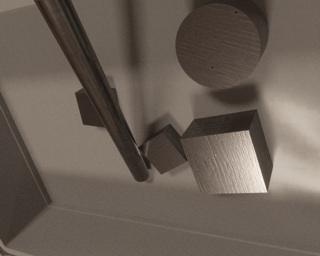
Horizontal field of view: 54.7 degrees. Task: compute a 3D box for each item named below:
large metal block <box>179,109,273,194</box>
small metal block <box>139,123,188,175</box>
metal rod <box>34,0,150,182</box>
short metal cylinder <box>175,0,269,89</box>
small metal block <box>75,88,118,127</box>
[{"bbox_3d":[0.081,0.030,0.368,0.080,0.050,0.080,-9,114,32],"label":"large metal block"},{"bbox_3d":[0.008,0.029,0.422,0.050,0.025,0.050,-33,100,38],"label":"small metal block"},{"bbox_3d":[-0.055,-0.016,0.349,0.025,0.025,0.299,13,149,21],"label":"metal rod"},{"bbox_3d":[0.062,-0.085,0.306,0.080,0.050,0.079,13,124,20],"label":"short metal cylinder"},{"bbox_3d":[-0.086,-0.029,0.434,0.050,0.025,0.050,7,122,24],"label":"small metal block"}]
